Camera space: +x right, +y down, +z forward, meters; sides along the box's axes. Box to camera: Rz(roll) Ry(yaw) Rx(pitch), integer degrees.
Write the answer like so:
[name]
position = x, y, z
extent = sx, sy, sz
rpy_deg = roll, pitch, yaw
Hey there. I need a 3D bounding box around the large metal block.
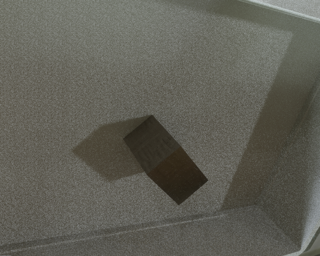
[large metal block]
position = 0.007, 0.041, 0.404
extent = 0.050, 0.080, 0.080
rpy_deg = -40, 130, -1
